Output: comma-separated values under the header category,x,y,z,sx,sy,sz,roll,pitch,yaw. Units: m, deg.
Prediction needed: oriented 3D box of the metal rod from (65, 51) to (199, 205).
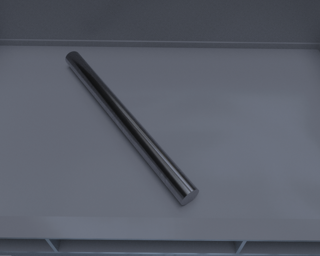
category,x,y,z,sx,sy,sz,roll,pitch,yaw
metal rod,-0.053,-0.018,0.419,0.025,0.025,0.300,-28,56,-22
